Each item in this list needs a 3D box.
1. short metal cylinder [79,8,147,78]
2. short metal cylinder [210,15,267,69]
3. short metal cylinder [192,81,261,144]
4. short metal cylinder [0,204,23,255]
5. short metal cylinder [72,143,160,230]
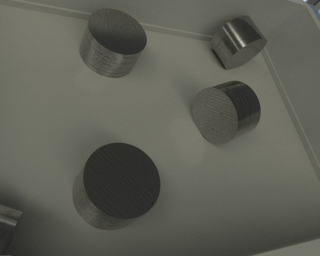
[{"bbox_3d":[-0.065,-0.116,0.427,0.081,0.050,0.080,14,56,-21],"label":"short metal cylinder"},{"bbox_3d":[0.135,-0.146,0.535,0.081,0.080,0.050,-18,72,-35],"label":"short metal cylinder"},{"bbox_3d":[0.092,-0.023,0.436,0.050,0.080,0.080,-20,73,-36],"label":"short metal cylinder"},{"bbox_3d":[-0.147,0.094,0.234,0.050,0.080,0.080,25,53,-14],"label":"short metal cylinder"},{"bbox_3d":[-0.047,0.062,0.328,0.081,0.050,0.080,14,56,-21],"label":"short metal cylinder"}]
